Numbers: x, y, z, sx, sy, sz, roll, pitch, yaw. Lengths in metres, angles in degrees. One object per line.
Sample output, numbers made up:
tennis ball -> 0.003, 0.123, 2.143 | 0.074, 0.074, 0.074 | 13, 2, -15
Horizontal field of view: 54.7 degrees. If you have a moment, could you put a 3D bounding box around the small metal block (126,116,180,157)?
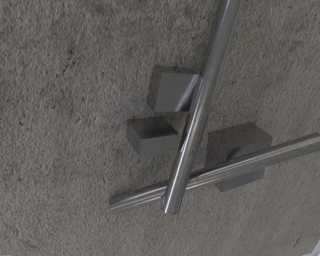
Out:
small metal block -> -0.011, 0.009, 0.391 | 0.050, 0.050, 0.025 | -7, 122, -25

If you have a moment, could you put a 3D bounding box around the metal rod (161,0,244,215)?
metal rod -> 0.052, -0.031, 0.383 | 0.025, 0.025, 0.298 | 8, 105, -32

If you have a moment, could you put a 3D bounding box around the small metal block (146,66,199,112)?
small metal block -> 0.015, -0.048, 0.385 | 0.050, 0.025, 0.050 | -2, 120, -28

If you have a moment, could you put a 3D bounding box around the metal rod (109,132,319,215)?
metal rod -> 0.075, 0.065, 0.432 | 0.301, 0.025, 0.025 | -18, 128, 3

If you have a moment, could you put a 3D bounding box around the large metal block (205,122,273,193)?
large metal block -> 0.120, 0.044, 0.484 | 0.081, 0.050, 0.079 | -13, 124, -21
